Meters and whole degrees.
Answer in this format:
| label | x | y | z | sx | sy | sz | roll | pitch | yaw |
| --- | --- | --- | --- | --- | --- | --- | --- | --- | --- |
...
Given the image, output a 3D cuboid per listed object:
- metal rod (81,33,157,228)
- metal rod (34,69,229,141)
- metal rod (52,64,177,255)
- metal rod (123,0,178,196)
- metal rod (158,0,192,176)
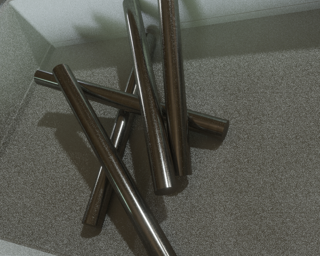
| label | x | y | z | sx | sy | sz | roll | pitch | yaw |
| --- | --- | --- | --- | --- | --- | --- | --- | --- | --- |
| metal rod | -0.050 | -0.014 | 0.438 | 0.025 | 0.025 | 0.300 | 0 | 61 | 28 |
| metal rod | -0.055 | -0.038 | 0.423 | 0.301 | 0.025 | 0.025 | 17 | 71 | 23 |
| metal rod | -0.064 | 0.031 | 0.375 | 0.025 | 0.025 | 0.299 | -36 | 65 | 4 |
| metal rod | -0.019 | -0.062 | 0.394 | 0.025 | 0.025 | 0.299 | -21 | 59 | 16 |
| metal rod | 0.014 | -0.094 | 0.370 | 0.025 | 0.025 | 0.298 | -7 | 83 | 24 |
